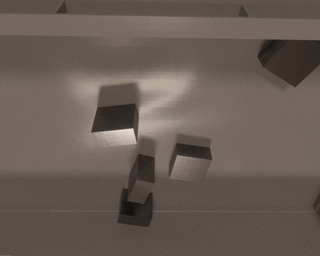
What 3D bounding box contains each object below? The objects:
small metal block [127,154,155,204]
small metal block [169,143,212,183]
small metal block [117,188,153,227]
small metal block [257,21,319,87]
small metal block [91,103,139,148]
[{"bbox_3d":[-0.028,0.075,0.456,0.025,0.050,0.050,15,129,-13],"label":"small metal block"},{"bbox_3d":[0.043,0.052,0.454,0.050,0.025,0.050,8,130,-8],"label":"small metal block"},{"bbox_3d":[-0.040,0.129,0.502,0.050,0.050,0.025,11,129,-10],"label":"small metal block"},{"bbox_3d":[0.147,-0.081,0.343,0.050,0.025,0.050,25,126,-20],"label":"small metal block"},{"bbox_3d":[-0.055,-0.004,0.389,0.050,0.050,0.025,-6,130,4],"label":"small metal block"}]
